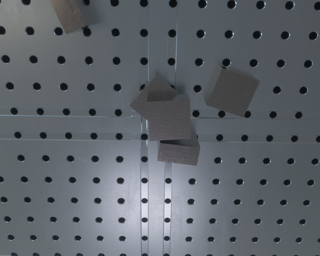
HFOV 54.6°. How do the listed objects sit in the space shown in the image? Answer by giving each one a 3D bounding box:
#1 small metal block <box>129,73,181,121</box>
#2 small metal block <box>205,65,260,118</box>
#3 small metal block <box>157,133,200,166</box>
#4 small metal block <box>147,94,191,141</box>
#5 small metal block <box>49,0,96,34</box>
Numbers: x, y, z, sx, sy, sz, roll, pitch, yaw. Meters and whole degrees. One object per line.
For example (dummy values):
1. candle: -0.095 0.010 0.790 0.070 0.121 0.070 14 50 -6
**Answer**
1. small metal block: -0.003 -0.034 0.401 0.050 0.025 0.050 39 105 -13
2. small metal block: 0.091 -0.047 0.397 0.050 0.025 0.050 18 109 -7
3. small metal block: 0.023 0.024 0.409 0.050 0.050 0.025 7 110 -3
4. small metal block: 0.011 -0.013 0.382 0.050 0.025 0.050 -3 110 1
5. small metal block: -0.099 -0.136 0.349 0.025 0.050 0.050 -21 109 7
